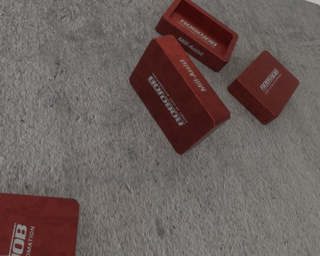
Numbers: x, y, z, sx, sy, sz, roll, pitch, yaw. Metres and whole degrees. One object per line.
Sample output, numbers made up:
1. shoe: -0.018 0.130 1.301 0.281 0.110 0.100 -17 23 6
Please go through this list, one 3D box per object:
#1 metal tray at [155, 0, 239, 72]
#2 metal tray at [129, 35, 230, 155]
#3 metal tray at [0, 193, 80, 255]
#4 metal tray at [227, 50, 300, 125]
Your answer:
1. metal tray: 0.067 -0.165 0.536 0.130 0.030 0.090 33 51 -7
2. metal tray: 0.020 -0.041 0.396 0.030 0.090 0.130 -25 76 -37
3. metal tray: -0.121 0.124 0.260 0.091 0.030 0.130 11 57 -22
4. metal tray: 0.185 -0.075 0.546 0.090 0.030 0.131 45 51 3
